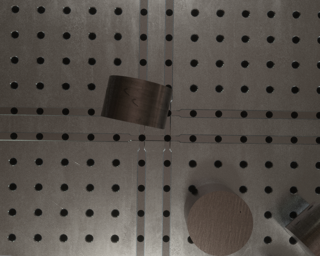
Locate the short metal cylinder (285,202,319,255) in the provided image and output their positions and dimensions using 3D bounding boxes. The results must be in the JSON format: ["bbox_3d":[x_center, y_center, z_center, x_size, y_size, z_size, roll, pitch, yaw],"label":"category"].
[{"bbox_3d":[0.206,0.140,0.389,0.050,0.080,0.080,-42,91,0],"label":"short metal cylinder"}]

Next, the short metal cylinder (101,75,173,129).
[{"bbox_3d":[-0.028,-0.031,0.386,0.080,0.080,0.050,12,90,-1],"label":"short metal cylinder"}]

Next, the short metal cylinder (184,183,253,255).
[{"bbox_3d":[0.073,0.116,0.402,0.081,0.050,0.079,0,90,-1],"label":"short metal cylinder"}]
